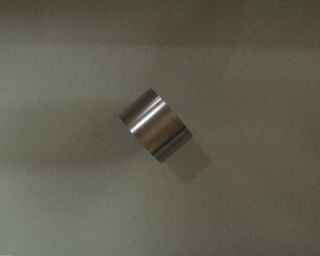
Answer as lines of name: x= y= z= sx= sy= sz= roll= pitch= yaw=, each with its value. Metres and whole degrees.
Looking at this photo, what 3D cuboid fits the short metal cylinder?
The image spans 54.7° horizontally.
short metal cylinder: x=-0.005 y=-0.003 z=0.381 sx=0.050 sy=0.080 sz=0.080 roll=-41 pitch=91 yaw=0
